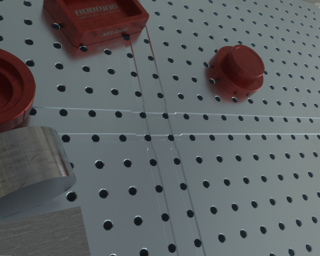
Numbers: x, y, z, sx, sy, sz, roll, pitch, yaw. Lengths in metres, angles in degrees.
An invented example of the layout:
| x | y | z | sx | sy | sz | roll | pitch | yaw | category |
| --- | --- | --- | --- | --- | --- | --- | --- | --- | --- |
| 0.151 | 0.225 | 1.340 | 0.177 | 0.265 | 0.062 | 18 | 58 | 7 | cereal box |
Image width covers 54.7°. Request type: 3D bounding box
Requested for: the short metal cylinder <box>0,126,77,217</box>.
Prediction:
| x | y | z | sx | sy | sz | roll | pitch | yaw | category |
| --- | --- | --- | --- | --- | --- | --- | --- | --- | --- |
| -0.124 | 0.040 | 0.282 | 0.081 | 0.080 | 0.050 | -16 | 70 | -34 | short metal cylinder |

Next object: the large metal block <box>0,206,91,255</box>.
| x | y | z | sx | sy | sz | roll | pitch | yaw | category |
| --- | --- | --- | --- | --- | --- | --- | --- | --- | --- |
| -0.105 | 0.120 | 0.262 | 0.081 | 0.050 | 0.080 | -5 | 64 | -31 | large metal block |

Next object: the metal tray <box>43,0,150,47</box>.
| x | y | z | sx | sy | sz | roll | pitch | yaw | category |
| --- | --- | --- | --- | --- | --- | --- | --- | --- | --- |
| -0.091 | -0.177 | 0.463 | 0.131 | 0.030 | 0.090 | -29 | 78 | -37 | metal tray |

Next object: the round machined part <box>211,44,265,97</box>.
| x | y | z | sx | sy | sz | roll | pitch | yaw | category |
| --- | --- | --- | --- | --- | --- | --- | --- | --- | --- |
| 0.141 | -0.105 | 0.537 | 0.099 | 0.042 | 0.098 | 14 | 56 | -21 | round machined part |

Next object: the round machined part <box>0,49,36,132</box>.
| x | y | z | sx | sy | sz | roll | pitch | yaw | category |
| --- | --- | --- | --- | --- | --- | --- | --- | --- | --- |
| -0.183 | -0.035 | 0.320 | 0.099 | 0.042 | 0.098 | 14 | 56 | -21 | round machined part |
